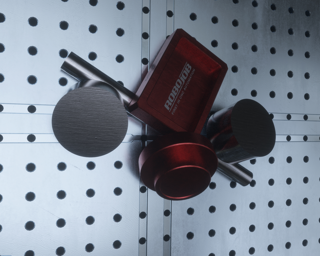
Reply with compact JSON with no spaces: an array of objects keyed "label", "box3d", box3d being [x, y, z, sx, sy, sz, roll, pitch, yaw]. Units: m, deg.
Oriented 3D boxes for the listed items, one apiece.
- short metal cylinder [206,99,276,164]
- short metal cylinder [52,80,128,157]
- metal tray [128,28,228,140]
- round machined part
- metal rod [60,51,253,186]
[{"label":"short metal cylinder","box3d":[0.112,0.006,0.428,0.081,0.050,0.080,11,68,-28]},{"label":"short metal cylinder","box3d":[-0.079,-0.012,0.358,0.081,0.050,0.079,-3,107,-9]},{"label":"metal tray","box3d":[0.028,-0.054,0.404,0.090,0.030,0.130,34,66,-17]},{"label":"round machined part","box3d":[0.025,0.054,0.384,0.099,0.042,0.097,-6,134,-7]},{"label":"metal rod","box3d":[0.008,-0.003,0.415,0.301,0.025,0.025,33,79,-17]}]
